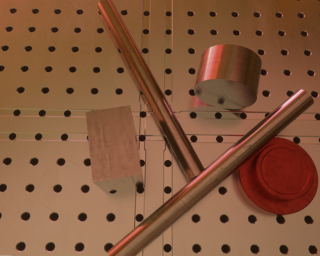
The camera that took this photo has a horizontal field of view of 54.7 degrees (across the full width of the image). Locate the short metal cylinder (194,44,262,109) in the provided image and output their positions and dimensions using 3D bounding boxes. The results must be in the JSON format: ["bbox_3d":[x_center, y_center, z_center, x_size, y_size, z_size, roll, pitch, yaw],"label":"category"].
[{"bbox_3d":[0.089,-0.065,0.407,0.080,0.080,0.050,13,71,4],"label":"short metal cylinder"}]

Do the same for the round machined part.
[{"bbox_3d":[0.147,0.057,0.384,0.099,0.042,0.098,0,70,0],"label":"round machined part"}]

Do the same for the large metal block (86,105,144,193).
[{"bbox_3d":[-0.052,0.028,0.372,0.050,0.080,0.080,-9,71,-4],"label":"large metal block"}]

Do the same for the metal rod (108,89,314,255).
[{"bbox_3d":[0.064,0.056,0.370,0.301,0.025,0.025,-39,75,-5],"label":"metal rod"}]

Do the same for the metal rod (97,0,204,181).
[{"bbox_3d":[-0.019,-0.065,0.435,0.025,0.025,0.299,-25,72,-9],"label":"metal rod"}]
